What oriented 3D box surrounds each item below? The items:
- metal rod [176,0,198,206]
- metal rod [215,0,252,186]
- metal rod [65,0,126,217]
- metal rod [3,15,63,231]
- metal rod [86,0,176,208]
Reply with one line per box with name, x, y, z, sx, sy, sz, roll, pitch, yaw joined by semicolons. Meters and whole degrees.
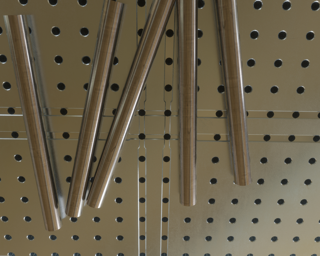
metal rod;0.036;-0.032;0.402;0.025;0.025;0.298;-2;110;0
metal rod;0.093;-0.062;0.392;0.025;0.025;0.298;-10;110;3
metal rod;-0.090;-0.011;0.407;0.025;0.025;0.298;14;109;-5
metal rod;-0.165;0.008;0.413;0.025;0.025;0.298;-2;110;0
metal rod;-0.044;-0.022;0.404;0.025;0.025;0.298;19;109;-7
